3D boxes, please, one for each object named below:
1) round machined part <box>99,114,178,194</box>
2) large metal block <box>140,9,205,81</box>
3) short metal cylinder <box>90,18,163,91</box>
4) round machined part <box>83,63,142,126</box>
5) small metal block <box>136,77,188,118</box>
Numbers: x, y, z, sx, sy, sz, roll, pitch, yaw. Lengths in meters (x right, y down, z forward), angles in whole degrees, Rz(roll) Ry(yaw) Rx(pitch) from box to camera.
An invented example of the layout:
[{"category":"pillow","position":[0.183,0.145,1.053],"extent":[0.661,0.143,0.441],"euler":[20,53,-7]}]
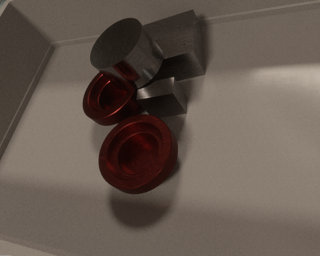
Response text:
[{"category":"round machined part","position":[-0.023,0.035,0.384],"extent":[0.098,0.042,0.098],"euler":[-13,56,20]},{"category":"large metal block","position":[0.018,-0.114,0.449],"extent":[0.080,0.050,0.080],"euler":[-10,57,22]},{"category":"short metal cylinder","position":[-0.043,-0.095,0.405],"extent":[0.080,0.050,0.080],"euler":[-17,53,26]},{"category":"round machined part","position":[-0.060,-0.045,0.448],"extent":[0.098,0.042,0.098],"euler":[-18,53,25]},{"category":"small metal block","position":[0.004,-0.038,0.410],"extent":[0.050,0.050,0.025],"euler":[-8,59,23]}]
